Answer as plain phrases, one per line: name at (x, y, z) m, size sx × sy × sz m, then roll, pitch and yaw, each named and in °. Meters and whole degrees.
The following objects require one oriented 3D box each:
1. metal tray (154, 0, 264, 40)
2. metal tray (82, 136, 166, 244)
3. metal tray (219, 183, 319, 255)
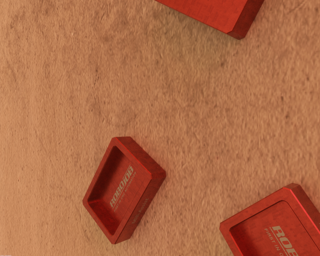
metal tray at (0.058, -0.168, 0.353) m, size 0.130 × 0.030 × 0.089 m, roll 39°, pitch 113°, yaw 33°
metal tray at (-0.056, 0.088, 0.445) m, size 0.090 × 0.030 × 0.129 m, roll 42°, pitch 115°, yaw 31°
metal tray at (0.127, 0.131, 0.295) m, size 0.090 × 0.030 × 0.130 m, roll -43°, pitch 65°, yaw 31°
